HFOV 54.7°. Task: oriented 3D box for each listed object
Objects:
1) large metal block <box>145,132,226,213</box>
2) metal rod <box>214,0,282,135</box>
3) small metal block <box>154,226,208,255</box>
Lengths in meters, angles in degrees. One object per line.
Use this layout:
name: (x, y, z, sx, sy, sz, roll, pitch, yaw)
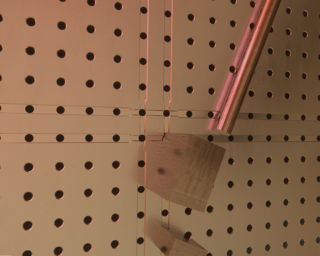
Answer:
large metal block: (0.029, 0.053, 0.396, 0.050, 0.080, 0.080, 24, 82, -19)
metal rod: (0.146, -0.131, 0.468, 0.025, 0.025, 0.299, 25, 82, -19)
small metal block: (0.027, 0.158, 0.411, 0.050, 0.050, 0.025, 27, 81, -18)
